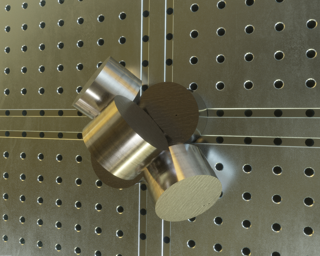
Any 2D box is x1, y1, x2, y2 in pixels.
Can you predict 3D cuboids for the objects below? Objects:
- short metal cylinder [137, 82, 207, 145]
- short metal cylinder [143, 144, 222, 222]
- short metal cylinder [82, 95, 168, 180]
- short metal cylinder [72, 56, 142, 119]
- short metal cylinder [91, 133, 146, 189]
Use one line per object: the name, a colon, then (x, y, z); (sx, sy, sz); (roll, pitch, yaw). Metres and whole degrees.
short metal cylinder: (0.015, -0.016, 0.392); (0.080, 0.050, 0.079); (0, 90, 19)
short metal cylinder: (0.025, 0.065, 0.366); (0.080, 0.080, 0.050); (-42, 42, 15)
short metal cylinder: (-0.037, 0.010, 0.341); (0.050, 0.080, 0.080); (-43, 77, 15)
short metal cylinder: (-0.068, -0.045, 0.399); (0.050, 0.080, 0.080); (37, 104, -19)
short metal cylinder: (-0.044, 0.036, 0.413); (0.080, 0.050, 0.079); (0, 90, 19)
